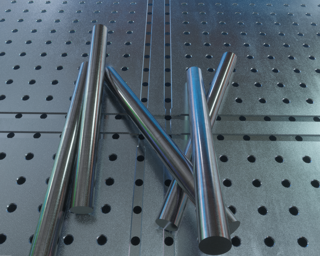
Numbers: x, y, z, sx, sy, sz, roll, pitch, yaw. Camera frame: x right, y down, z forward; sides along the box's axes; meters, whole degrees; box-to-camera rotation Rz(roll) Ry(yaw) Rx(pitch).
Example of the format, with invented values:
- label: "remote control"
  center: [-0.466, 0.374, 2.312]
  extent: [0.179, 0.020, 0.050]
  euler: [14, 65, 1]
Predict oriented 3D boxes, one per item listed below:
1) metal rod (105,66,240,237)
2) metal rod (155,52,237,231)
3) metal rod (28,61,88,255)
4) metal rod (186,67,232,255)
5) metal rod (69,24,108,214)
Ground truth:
- label: "metal rod"
  center: [-0.009, 0.005, 0.380]
  extent: [0.025, 0.025, 0.300]
  euler: [-23, 47, -18]
- label: "metal rod"
  center: [0.060, -0.006, 0.413]
  extent: [0.025, 0.025, 0.301]
  euler: [16, 52, 13]
- label: "metal rod"
  center: [-0.113, 0.021, 0.388]
  extent: [0.025, 0.025, 0.300]
  euler: [1, 50, 0]
- label: "metal rod"
  center: [0.047, 0.003, 0.358]
  extent: [0.025, 0.025, 0.300]
  euler: [2, 35, 1]
- label: "metal rod"
  center: [-0.091, -0.035, 0.417]
  extent: [0.025, 0.025, 0.299]
  euler: [-2, 55, -2]
